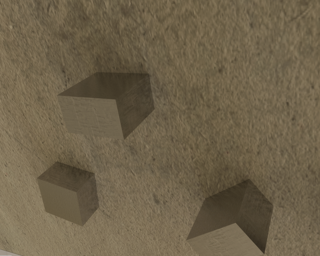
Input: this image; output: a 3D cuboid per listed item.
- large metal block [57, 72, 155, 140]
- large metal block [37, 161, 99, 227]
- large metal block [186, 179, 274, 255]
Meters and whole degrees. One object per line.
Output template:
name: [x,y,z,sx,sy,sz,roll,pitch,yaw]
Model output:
large metal block: [-0.063,-0.031,0.384,0.080,0.080,0.050,6,121,25]
large metal block: [-0.159,0.114,0.542,0.080,0.050,0.079,14,124,20]
large metal block: [0.091,0.122,0.398,0.050,0.080,0.080,48,128,-6]
